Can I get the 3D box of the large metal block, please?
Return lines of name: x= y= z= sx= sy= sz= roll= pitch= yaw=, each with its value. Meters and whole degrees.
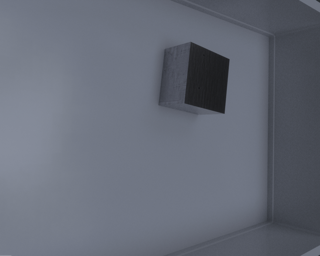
large metal block: x=0.049 y=-0.065 z=0.434 sx=0.081 sy=0.050 sz=0.080 roll=10 pitch=84 yaw=-40
